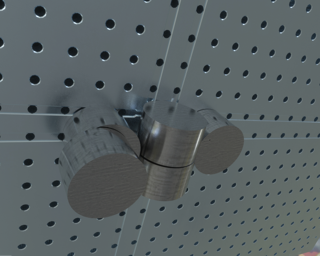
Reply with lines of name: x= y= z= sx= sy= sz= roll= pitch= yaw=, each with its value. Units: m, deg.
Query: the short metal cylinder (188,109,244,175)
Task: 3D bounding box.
short metal cylinder: x=0.072 y=0.020 z=0.445 sx=0.081 sy=0.050 sz=0.079 roll=-14 pitch=124 yaw=-21

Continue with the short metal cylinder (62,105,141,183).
short metal cylinder: x=-0.070 y=0.019 z=0.368 sx=0.081 sy=0.050 sz=0.079 roll=-14 pitch=124 yaw=-21

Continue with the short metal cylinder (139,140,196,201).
short metal cylinder: x=0.002 y=0.050 z=0.407 sx=0.081 sy=0.080 sz=0.050 roll=-1 pitch=119 yaw=-28

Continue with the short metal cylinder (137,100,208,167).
short metal cylinder: x=0.013 y=0.005 z=0.386 sx=0.081 sy=0.080 sz=0.050 roll=1 pitch=119 yaw=-29

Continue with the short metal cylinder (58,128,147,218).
short metal cylinder: x=-0.060 y=0.047 z=0.324 sx=0.081 sy=0.050 sz=0.079 roll=-14 pitch=124 yaw=-21
